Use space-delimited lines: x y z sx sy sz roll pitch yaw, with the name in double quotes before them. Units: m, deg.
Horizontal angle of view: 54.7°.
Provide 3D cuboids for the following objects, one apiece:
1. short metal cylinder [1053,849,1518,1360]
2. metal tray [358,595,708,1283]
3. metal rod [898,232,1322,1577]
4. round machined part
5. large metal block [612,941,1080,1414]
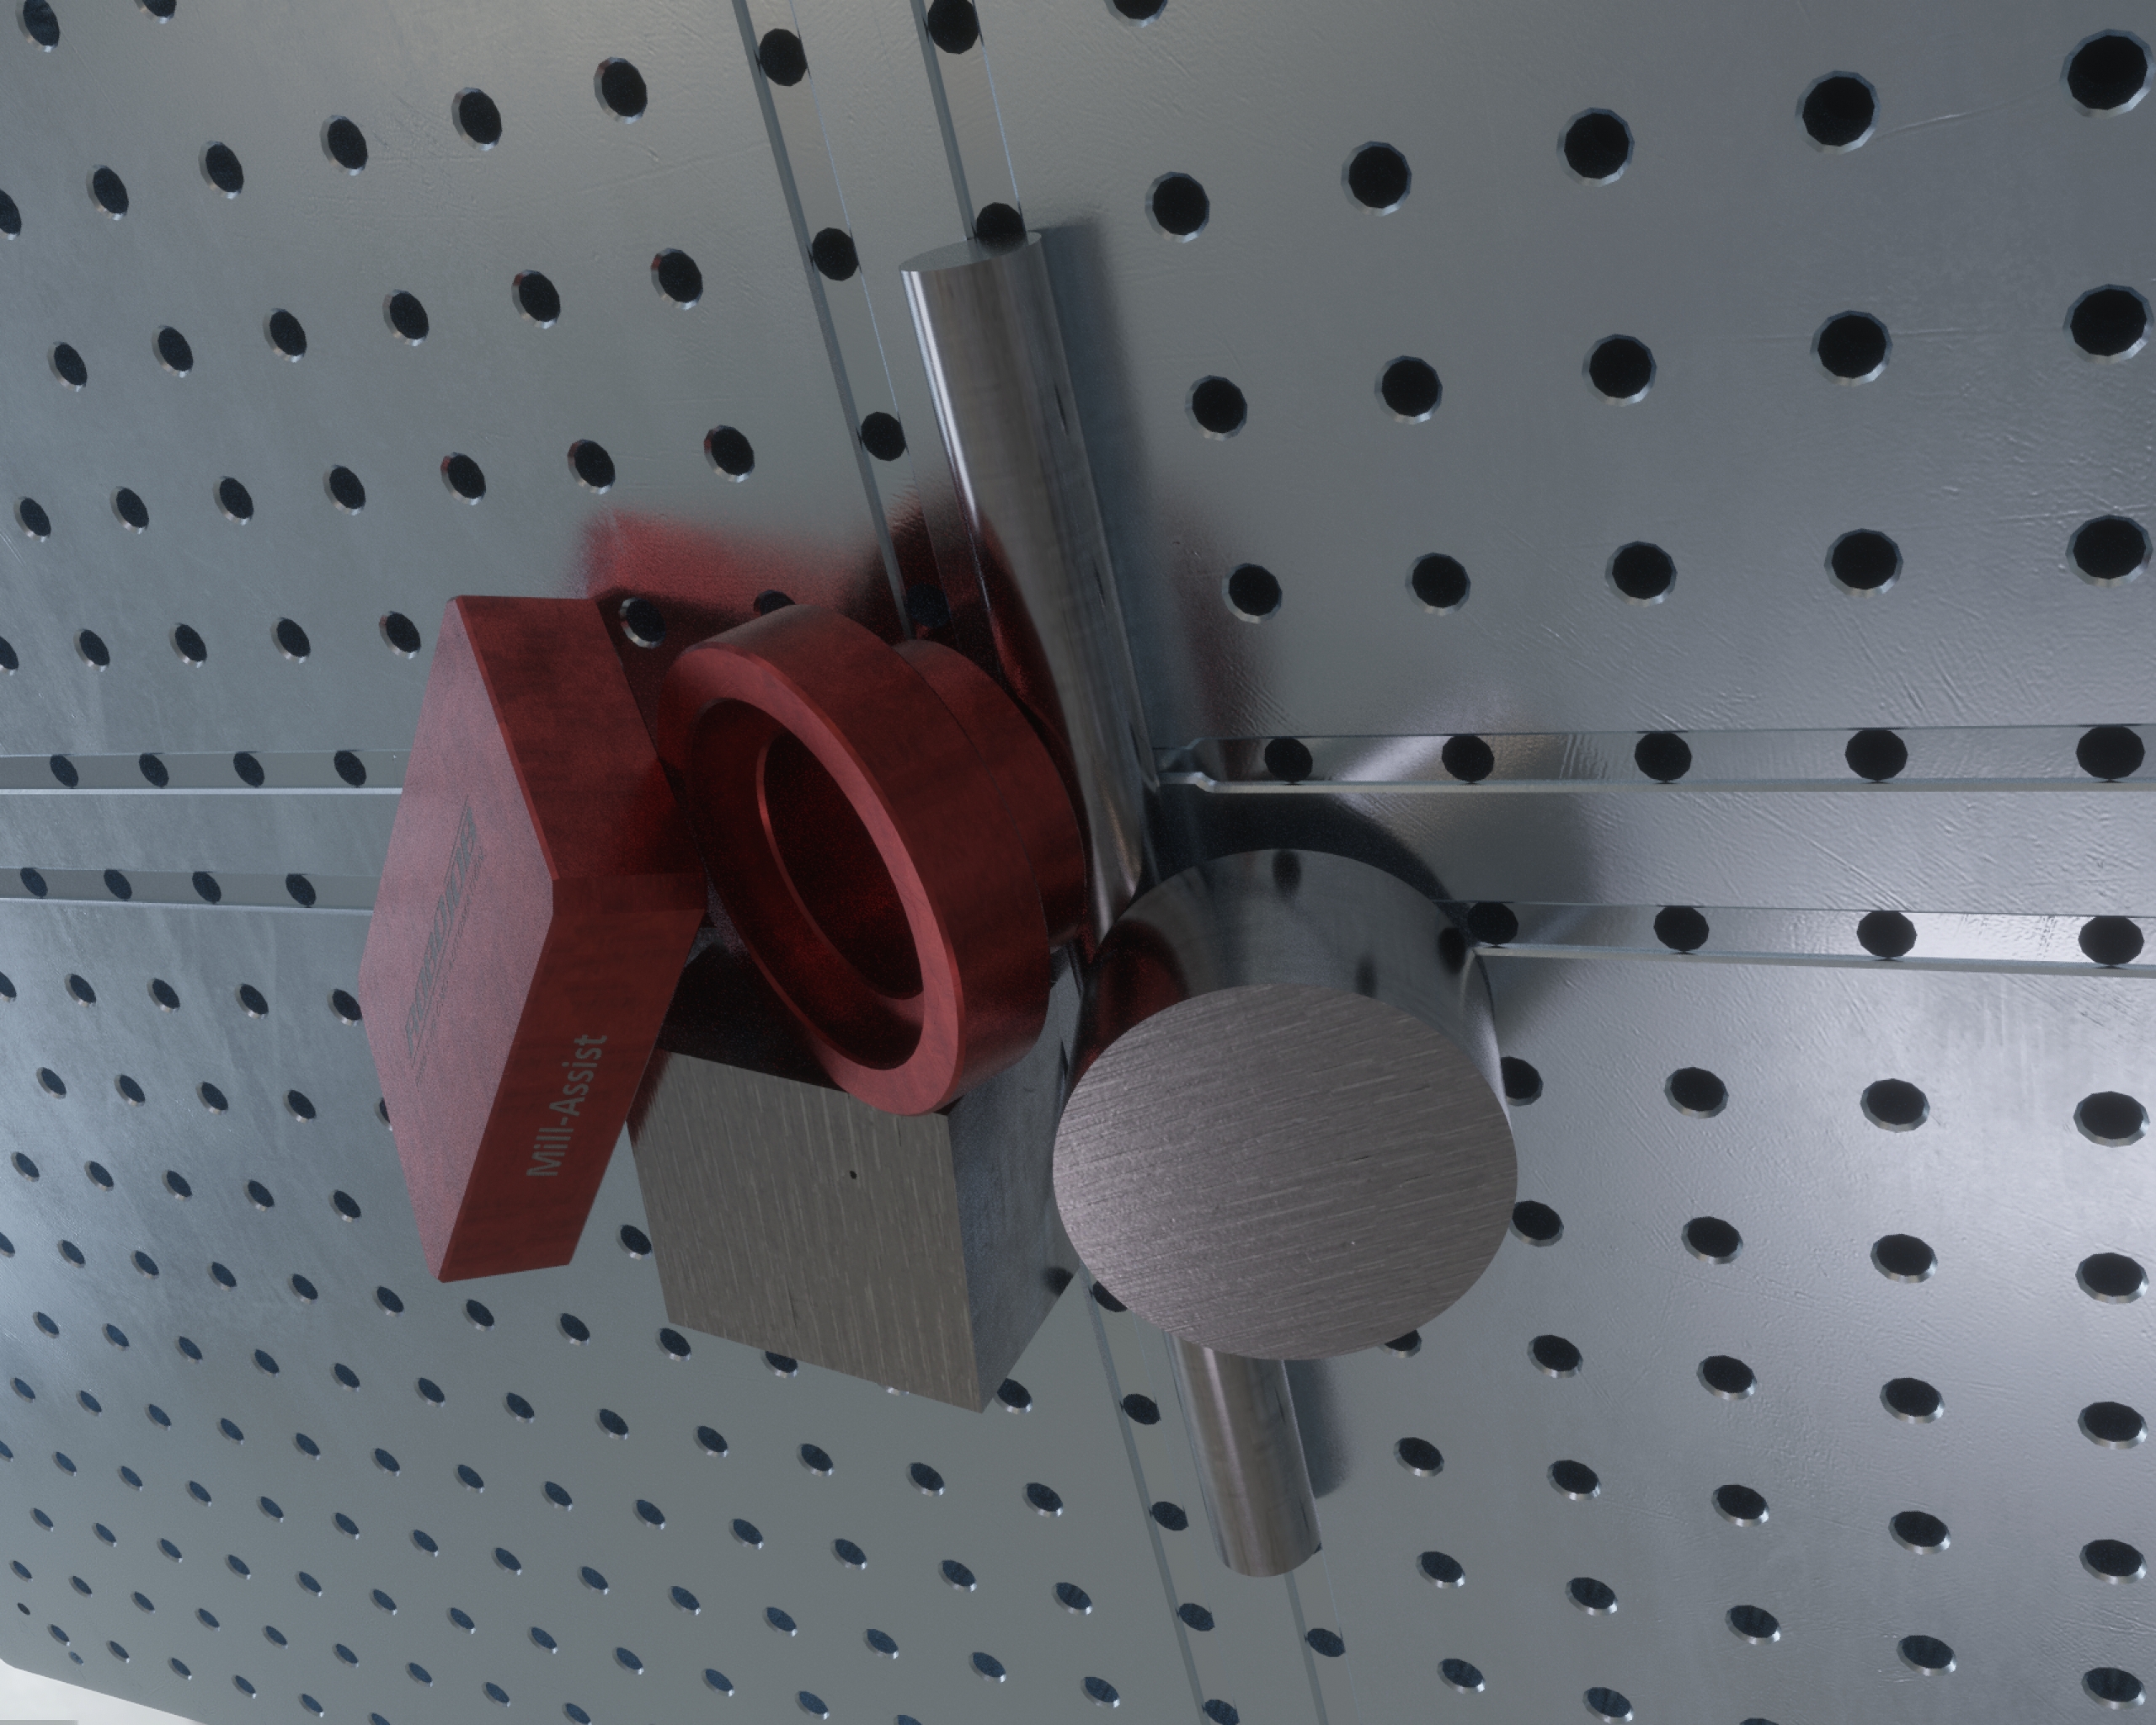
"short metal cylinder" 0.038 0.044 0.385 0.080 0.050 0.079 2 117 4
"metal tray" -0.123 0.018 0.452 0.090 0.030 0.129 61 139 35
"metal rod" 0.013 0.026 0.421 0.025 0.025 0.298 1 119 28
"round machined part" -0.036 -0.004 0.400 0.098 0.042 0.097 36 142 36
"large metal block" -0.049 0.065 0.461 0.080 0.050 0.079 10 123 23
